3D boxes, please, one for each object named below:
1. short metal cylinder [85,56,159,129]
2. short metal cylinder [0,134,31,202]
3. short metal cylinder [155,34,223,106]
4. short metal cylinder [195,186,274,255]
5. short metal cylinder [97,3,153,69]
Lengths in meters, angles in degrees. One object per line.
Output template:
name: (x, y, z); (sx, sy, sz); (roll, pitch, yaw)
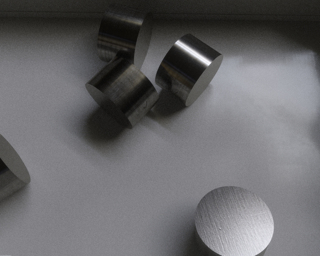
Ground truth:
short metal cylinder: (-0.048, -0.044, 0.396); (0.080, 0.080, 0.050); (39, 75, 13)
short metal cylinder: (-0.199, 0.046, 0.362); (0.050, 0.080, 0.080); (-34, 74, -11)
short metal cylinder: (0.039, -0.076, 0.408); (0.050, 0.080, 0.080); (38, 74, 12)
short metal cylinder: (0.079, 0.112, 0.342); (0.080, 0.050, 0.080); (-3, 48, 4)
short metal cylinder: (-0.046, -0.125, 0.426); (0.050, 0.080, 0.080); (17, 71, 6)
